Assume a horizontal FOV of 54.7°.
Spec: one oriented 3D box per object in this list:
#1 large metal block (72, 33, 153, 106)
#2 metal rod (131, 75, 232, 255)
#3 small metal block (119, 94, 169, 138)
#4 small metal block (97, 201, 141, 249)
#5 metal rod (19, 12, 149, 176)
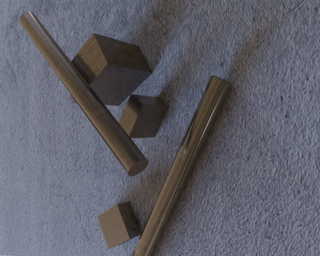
[{"bbox_3d":[-0.072,-0.076,0.427,0.080,0.081,0.050,-40,66,32],"label":"large metal block"},{"bbox_3d":[0.015,0.077,0.390,0.025,0.025,0.298,35,111,34],"label":"metal rod"},{"bbox_3d":[-0.022,-0.015,0.405,0.025,0.050,0.050,39,114,33],"label":"small metal block"},{"bbox_3d":[-0.059,0.142,0.452,0.050,0.025,0.050,-37,68,33],"label":"small metal block"},{"bbox_3d":[-0.108,-0.059,0.387,0.300,0.025,0.025,49,119,28],"label":"metal rod"}]
